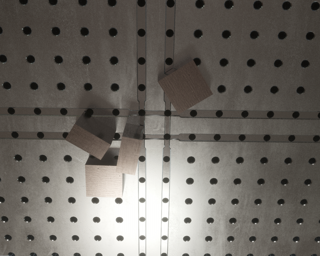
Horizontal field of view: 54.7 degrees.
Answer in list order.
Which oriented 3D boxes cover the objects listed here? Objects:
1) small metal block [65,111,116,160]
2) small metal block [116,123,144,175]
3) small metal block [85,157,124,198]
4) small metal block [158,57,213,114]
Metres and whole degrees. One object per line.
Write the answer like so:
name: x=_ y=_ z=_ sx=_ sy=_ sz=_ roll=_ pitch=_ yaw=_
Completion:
small metal block: x=-0.088 y=0.009 z=0.402 sx=0.050 sy=0.050 sz=0.025 roll=32 pitch=107 yaw=-12
small metal block: x=-0.039 y=0.027 z=0.409 sx=0.025 sy=0.050 sz=0.050 roll=11 pitch=110 yaw=-5
small metal block: x=-0.077 y=0.070 z=0.438 sx=0.050 sy=0.025 sz=0.050 roll=2 pitch=110 yaw=-2
small metal block: x=0.032 y=-0.054 z=0.394 sx=0.050 sy=0.025 sz=0.050 roll=-31 pitch=108 yaw=10
